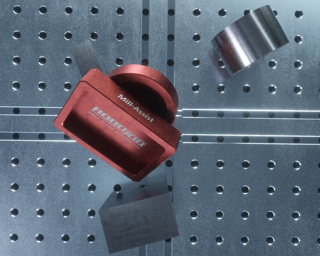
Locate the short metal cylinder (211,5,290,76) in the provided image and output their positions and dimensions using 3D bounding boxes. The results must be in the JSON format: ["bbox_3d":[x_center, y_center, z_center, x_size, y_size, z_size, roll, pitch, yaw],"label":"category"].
[{"bbox_3d":[0.112,-0.107,0.386,0.080,0.080,0.050,-29,90,0],"label":"short metal cylinder"}]

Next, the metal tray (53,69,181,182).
[{"bbox_3d":[-0.052,0.002,0.373,0.130,0.030,0.090,37,130,-11],"label":"metal tray"}]

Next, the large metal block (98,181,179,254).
[{"bbox_3d":[-0.024,0.106,0.386,0.080,0.080,0.050,-14,90,0],"label":"large metal block"}]

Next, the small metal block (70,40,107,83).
[{"bbox_3d":[-0.086,-0.076,0.396,0.025,0.050,0.050,-23,81,0],"label":"small metal block"}]

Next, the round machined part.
[{"bbox_3d":[-0.025,-0.037,0.388,0.098,0.042,0.097,7,132,8],"label":"round machined part"}]
